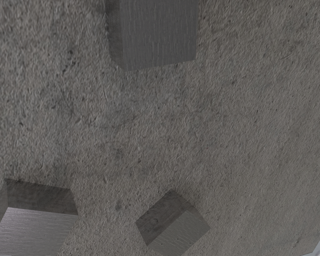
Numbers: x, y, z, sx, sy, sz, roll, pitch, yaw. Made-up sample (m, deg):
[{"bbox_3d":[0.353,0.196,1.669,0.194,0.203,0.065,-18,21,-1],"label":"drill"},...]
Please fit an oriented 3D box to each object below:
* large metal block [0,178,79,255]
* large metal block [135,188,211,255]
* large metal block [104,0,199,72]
[{"bbox_3d":[-0.158,0.115,0.375,0.080,0.050,0.080,20,108,-36],"label":"large metal block"},{"bbox_3d":[0.022,0.157,0.499,0.080,0.050,0.080,-43,129,2],"label":"large metal block"},{"bbox_3d":[-0.009,-0.110,0.317,0.081,0.050,0.079,-14,124,-21],"label":"large metal block"}]
